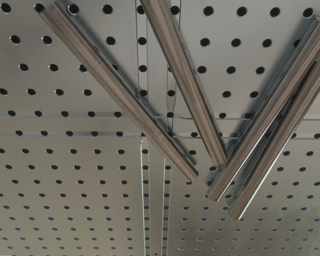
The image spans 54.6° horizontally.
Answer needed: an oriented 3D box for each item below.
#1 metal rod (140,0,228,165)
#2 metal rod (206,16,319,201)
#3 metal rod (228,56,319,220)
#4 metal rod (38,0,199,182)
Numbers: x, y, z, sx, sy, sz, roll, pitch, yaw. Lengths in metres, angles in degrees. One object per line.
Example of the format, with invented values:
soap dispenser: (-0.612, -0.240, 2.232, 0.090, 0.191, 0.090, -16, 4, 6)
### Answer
metal rod: (0.029, -0.061, 0.359, 0.025, 0.025, 0.299, -18, 128, 14)
metal rod: (0.130, 0.000, 0.412, 0.025, 0.025, 0.298, 13, 129, -11)
metal rod: (0.158, 0.037, 0.443, 0.025, 0.025, 0.298, 8, 130, -7)
metal rod: (-0.032, -0.024, 0.390, 0.025, 0.025, 0.300, -26, 126, 20)
